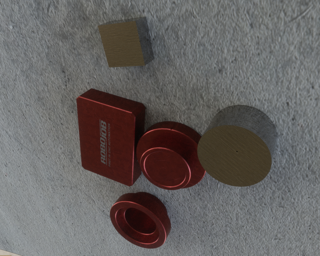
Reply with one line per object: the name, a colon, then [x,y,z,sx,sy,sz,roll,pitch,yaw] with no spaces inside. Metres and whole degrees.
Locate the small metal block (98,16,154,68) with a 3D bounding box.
small metal block: [-0.039,-0.100,0.364,0.050,0.025,0.050,2,120,26]

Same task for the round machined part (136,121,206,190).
round machined part: [0.013,0.043,0.410,0.098,0.042,0.097,11,123,17]

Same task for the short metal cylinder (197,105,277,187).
short metal cylinder: [0.089,0.020,0.355,0.080,0.050,0.079,13,124,20]

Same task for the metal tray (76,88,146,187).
metal tray: [-0.071,0.016,0.449,0.090,0.030,0.129,18,125,17]

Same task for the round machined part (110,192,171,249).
round machined part: [-0.027,0.142,0.496,0.098,0.042,0.097,13,124,20]
